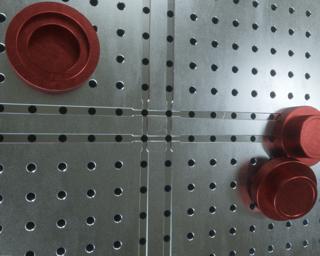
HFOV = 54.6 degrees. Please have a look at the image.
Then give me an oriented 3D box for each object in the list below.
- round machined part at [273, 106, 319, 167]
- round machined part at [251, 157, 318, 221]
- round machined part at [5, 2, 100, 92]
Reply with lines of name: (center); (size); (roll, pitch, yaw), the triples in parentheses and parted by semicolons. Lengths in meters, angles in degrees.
round machined part: (0.232, 0.013, 0.488); (0.099, 0.042, 0.097); (0, 90, -20)
round machined part: (0.190, 0.095, 0.460); (0.099, 0.042, 0.097); (-3, 105, -11)
round machined part: (-0.122, -0.090, 0.358); (0.099, 0.042, 0.097); (0, 90, -20)
